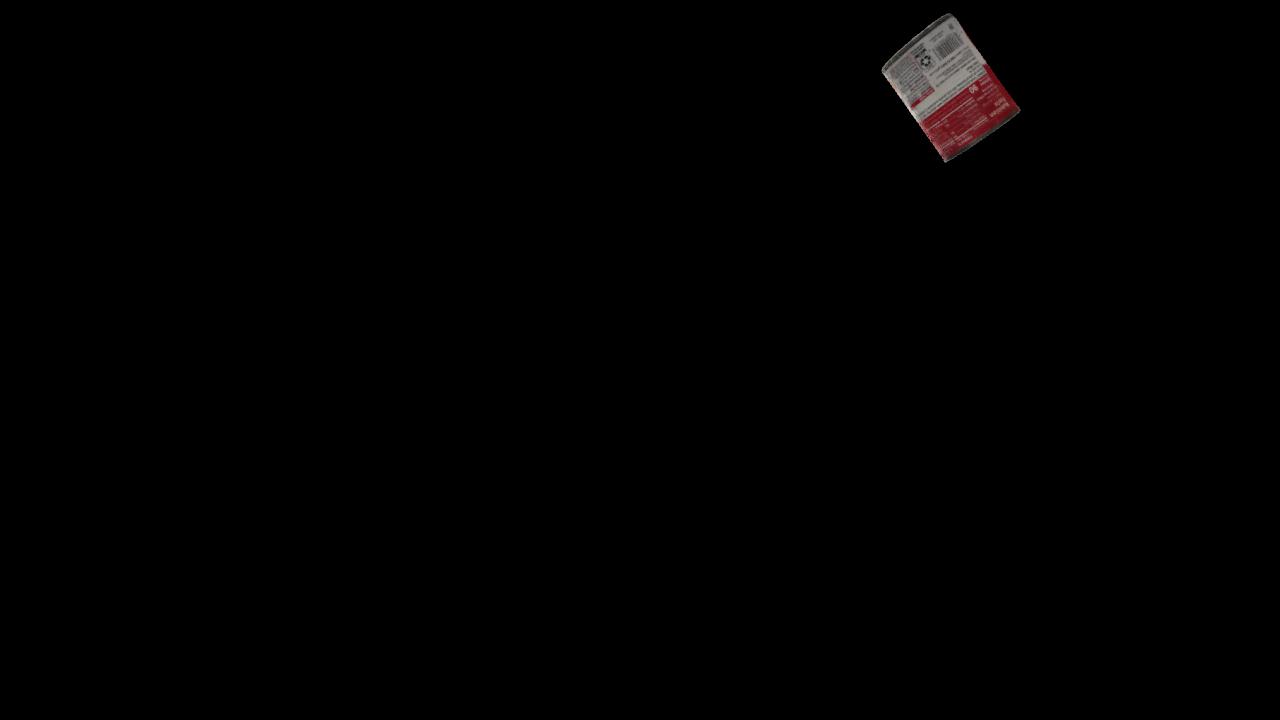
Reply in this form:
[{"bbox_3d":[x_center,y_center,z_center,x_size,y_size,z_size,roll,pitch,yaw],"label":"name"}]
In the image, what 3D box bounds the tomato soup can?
[{"bbox_3d":[0.265,-0.233,0.530,0.068,0.101,0.068,-37,2,1],"label":"tomato soup can"}]
